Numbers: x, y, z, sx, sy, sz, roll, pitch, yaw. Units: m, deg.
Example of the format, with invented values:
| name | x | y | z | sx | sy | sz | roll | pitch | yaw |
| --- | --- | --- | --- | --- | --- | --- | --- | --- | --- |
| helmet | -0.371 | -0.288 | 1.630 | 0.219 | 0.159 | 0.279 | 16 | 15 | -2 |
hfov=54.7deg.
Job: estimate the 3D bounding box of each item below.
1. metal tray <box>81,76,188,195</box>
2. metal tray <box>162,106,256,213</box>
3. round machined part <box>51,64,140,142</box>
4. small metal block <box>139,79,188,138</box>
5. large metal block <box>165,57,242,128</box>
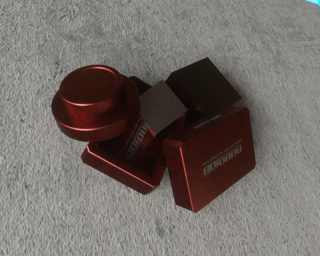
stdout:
| name | x | y | z | sx | sy | sz | roll | pitch | yaw |
| --- | --- | --- | --- | --- | --- | --- | --- | --- | --- |
| metal tray | -0.026 | 0.005 | 0.384 | 0.090 | 0.030 | 0.130 | 31 | 52 | -9 |
| metal tray | 0.067 | 0.034 | 0.388 | 0.131 | 0.030 | 0.089 | -25 | 112 | -36 |
| round machined part | -0.073 | -0.035 | 0.349 | 0.099 | 0.042 | 0.098 | -2 | 48 | 3 |
| small metal block | -0.002 | -0.024 | 0.390 | 0.050 | 0.025 | 0.050 | -38 | 85 | -11 |
| large metal block | 0.057 | -0.047 | 0.449 | 0.081 | 0.050 | 0.080 | -30 | 79 | -38 |
